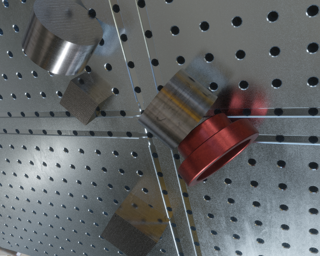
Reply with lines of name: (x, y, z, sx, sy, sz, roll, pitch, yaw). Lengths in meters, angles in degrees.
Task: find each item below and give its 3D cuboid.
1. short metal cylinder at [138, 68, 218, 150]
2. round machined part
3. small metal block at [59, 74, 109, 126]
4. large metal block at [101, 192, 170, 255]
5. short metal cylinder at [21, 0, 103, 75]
short metal cylinder: (0.020, -0.021, 0.352, 0.050, 0.080, 0.080, 40, 129, 1)
round machined part: (0.059, 0.020, 0.351, 0.042, 0.099, 0.097, 53, 132, 18)
small metal block: (-0.109, -0.040, 0.444, 0.050, 0.025, 0.050, 41, 129, 0)
large metal block: (-0.043, 0.169, 0.522, 0.080, 0.050, 0.079, 34, 129, 5)
short metal cylinder: (-0.116, -0.110, 0.369, 0.080, 0.080, 0.050, 43, 129, -1)
